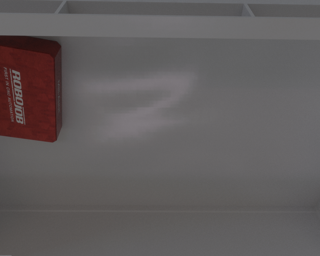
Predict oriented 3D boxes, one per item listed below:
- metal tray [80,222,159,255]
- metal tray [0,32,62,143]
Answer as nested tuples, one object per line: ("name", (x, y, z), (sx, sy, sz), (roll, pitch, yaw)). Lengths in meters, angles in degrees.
("metal tray", (-0.078, 0.234, 0.607), (0.131, 0.030, 0.089), (22, 127, -18))
("metal tray", (-0.166, -0.044, 0.367), (0.091, 0.030, 0.129), (8, 130, -8))
